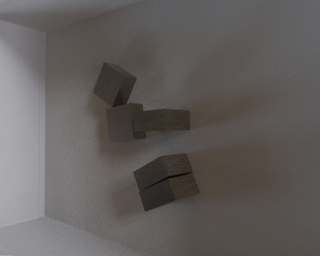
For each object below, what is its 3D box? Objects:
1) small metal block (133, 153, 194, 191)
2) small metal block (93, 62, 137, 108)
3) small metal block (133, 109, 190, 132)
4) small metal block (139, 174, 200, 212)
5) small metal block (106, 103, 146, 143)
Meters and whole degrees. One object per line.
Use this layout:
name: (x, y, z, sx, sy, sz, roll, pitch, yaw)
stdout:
small metal block: (0.004, 0.054, 0.385, 0.050, 0.050, 0.025, -34, 70, 35)
small metal block: (-0.068, -0.063, 0.460, 0.050, 0.025, 0.050, 37, 112, 33)
small metal block: (0.002, -0.009, 0.387, 0.050, 0.050, 0.025, -3, 88, 39)
small metal block: (0.012, 0.079, 0.379, 0.050, 0.050, 0.025, -31, 71, 35)
small metal block: (-0.049, -0.006, 0.445, 0.050, 0.025, 0.050, -10, 84, 39)
